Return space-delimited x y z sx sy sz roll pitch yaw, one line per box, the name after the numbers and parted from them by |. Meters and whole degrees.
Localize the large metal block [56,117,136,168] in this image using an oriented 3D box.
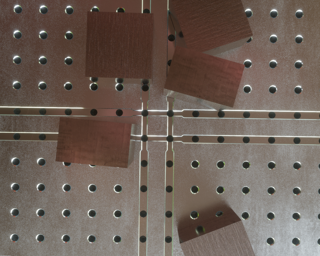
-0.074 0.016 0.385 0.080 0.080 0.050 6 90 0 | large metal block

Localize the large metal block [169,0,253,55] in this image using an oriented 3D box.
0.062 -0.138 0.401 0.080 0.050 0.080 -19 90 0 | large metal block

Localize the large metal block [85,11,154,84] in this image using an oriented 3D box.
-0.049 -0.101 0.401 0.080 0.050 0.080 2 90 0 | large metal block

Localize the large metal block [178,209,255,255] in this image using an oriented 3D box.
0.076 0.163 0.401 0.080 0.050 0.080 -21 90 0 | large metal block

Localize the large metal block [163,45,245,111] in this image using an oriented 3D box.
0.050 -0.058 0.386 0.080 0.080 0.050 16 90 0 | large metal block
